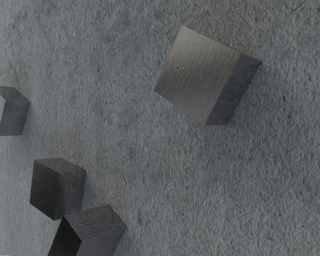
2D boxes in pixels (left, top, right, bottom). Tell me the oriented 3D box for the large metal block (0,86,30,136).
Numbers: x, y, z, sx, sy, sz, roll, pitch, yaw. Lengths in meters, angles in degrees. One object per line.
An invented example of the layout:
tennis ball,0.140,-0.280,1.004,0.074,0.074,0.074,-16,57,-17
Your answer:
large metal block,-0.328,-0.037,0.660,0.080,0.050,0.079,34,111,34

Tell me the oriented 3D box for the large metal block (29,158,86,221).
large metal block,-0.178,0.102,0.536,0.080,0.050,0.079,15,100,39

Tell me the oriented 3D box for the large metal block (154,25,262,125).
large metal block,0.051,-0.057,0.347,0.080,0.050,0.079,38,113,33

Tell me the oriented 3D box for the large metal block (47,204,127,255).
large metal block,-0.107,0.167,0.458,0.050,0.081,0.079,39,114,33
